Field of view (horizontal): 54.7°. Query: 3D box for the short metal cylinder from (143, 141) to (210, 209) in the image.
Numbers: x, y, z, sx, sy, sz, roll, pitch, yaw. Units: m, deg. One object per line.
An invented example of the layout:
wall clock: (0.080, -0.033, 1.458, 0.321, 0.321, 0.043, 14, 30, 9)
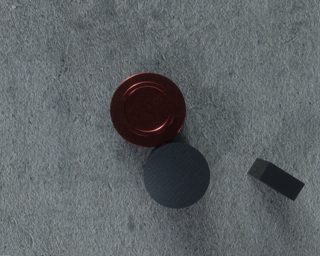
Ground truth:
short metal cylinder: (0.020, 0.057, 0.398, 0.081, 0.050, 0.079, 0, 90, -1)

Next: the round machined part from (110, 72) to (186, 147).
round machined part: (-0.015, -0.024, 0.401, 0.099, 0.042, 0.097, 0, 90, -1)

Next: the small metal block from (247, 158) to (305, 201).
small metal block: (0.148, 0.065, 0.400, 0.050, 0.050, 0.025, 32, 90, -1)
